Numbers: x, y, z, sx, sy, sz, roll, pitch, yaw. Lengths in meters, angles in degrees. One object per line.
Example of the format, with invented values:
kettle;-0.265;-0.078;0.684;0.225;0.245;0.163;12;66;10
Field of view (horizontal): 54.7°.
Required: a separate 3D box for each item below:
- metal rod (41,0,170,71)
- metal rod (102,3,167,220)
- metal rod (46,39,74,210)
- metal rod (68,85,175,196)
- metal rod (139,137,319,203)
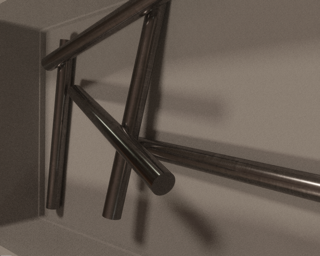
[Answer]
metal rod;-0.077;-0.139;0.431;0.300;0.025;0.025;-15;81;39
metal rod;-0.032;-0.029;0.406;0.025;0.025;0.298;12;90;39
metal rod;-0.177;-0.004;0.549;0.025;0.025;0.298;11;97;39
metal rod;-0.070;-0.004;0.405;0.300;0.025;0.025;38;114;52
metal rod;0.071;0.042;0.346;0.300;0.025;0.025;10;96;39
